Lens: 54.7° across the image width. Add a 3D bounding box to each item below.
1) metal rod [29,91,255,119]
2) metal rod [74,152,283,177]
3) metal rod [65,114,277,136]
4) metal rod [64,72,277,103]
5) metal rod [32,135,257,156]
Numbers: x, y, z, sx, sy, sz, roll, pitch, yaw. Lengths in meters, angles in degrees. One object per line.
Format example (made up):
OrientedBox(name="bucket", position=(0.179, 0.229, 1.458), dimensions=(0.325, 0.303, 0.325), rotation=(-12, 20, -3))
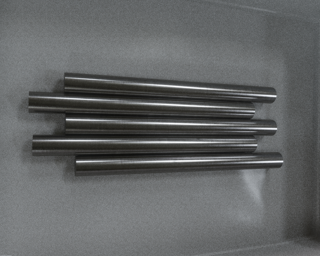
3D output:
OrientedBox(name="metal rod", position=(-0.008, -0.028, 0.407), dimensions=(0.303, 0.025, 0.025), rotation=(1, 90, -21))
OrientedBox(name="metal rod", position=(0.040, 0.048, 0.425), dimensions=(0.303, 0.025, 0.025), rotation=(1, 90, -21))
OrientedBox(name="metal rod", position=(0.029, -0.002, 0.421), dimensions=(0.303, 0.025, 0.025), rotation=(1, 90, -21))
OrientedBox(name="metal rod", position=(0.028, -0.052, 0.420), dimensions=(0.303, 0.025, 0.025), rotation=(1, 90, -21))
OrientedBox(name="metal rod", position=(-0.004, 0.022, 0.408), dimensions=(0.303, 0.025, 0.025), rotation=(1, 90, -21))
